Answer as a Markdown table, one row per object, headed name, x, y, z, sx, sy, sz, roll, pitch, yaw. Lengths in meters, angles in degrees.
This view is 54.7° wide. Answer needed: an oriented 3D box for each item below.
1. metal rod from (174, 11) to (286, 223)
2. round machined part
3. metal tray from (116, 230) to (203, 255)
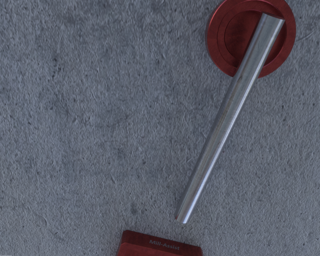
| name | x | y | z | sx | sy | sz | roll | pitch | yaw |
| --- | --- | --- | --- | --- | --- | --- | --- | --- | --- |
| metal rod | 0.073 | 0.010 | 0.384 | 0.025 | 0.025 | 0.298 | 15 | 120 | -6 |
| round machined part | 0.101 | -0.109 | 0.362 | 0.099 | 0.042 | 0.097 | 0 | 110 | -1 |
| metal tray | -0.006 | 0.219 | 0.487 | 0.131 | 0.030 | 0.089 | 16 | 109 | -6 |
